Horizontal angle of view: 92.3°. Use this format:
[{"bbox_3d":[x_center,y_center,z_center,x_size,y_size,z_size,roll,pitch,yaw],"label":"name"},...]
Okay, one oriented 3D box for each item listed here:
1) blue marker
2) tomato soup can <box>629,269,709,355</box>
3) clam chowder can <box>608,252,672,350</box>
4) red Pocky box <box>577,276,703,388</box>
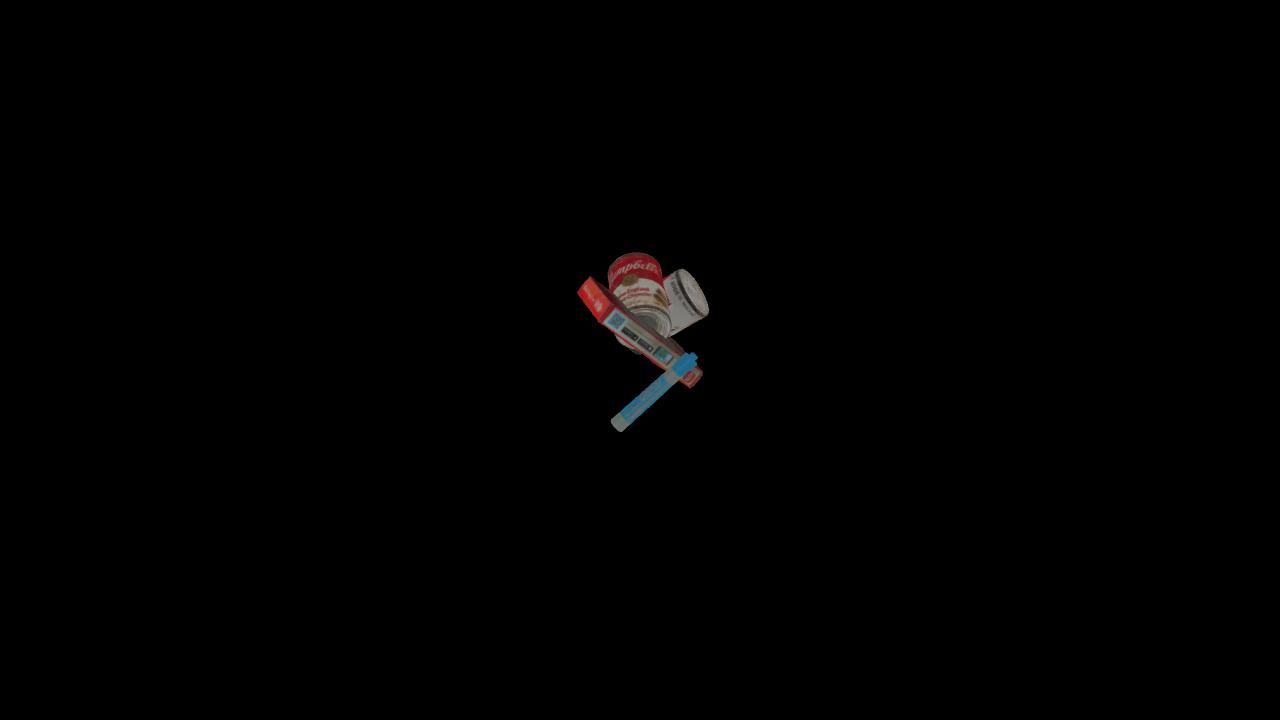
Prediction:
[{"bbox_3d":[0.017,0.034,0.683,0.121,0.020,0.020,-43,-9,10],"label":"blue marker"},{"bbox_3d":[0.026,-0.059,0.755,0.101,0.068,0.068,-29,-12,22],"label":"tomato soup can"},{"bbox_3d":[-0.002,-0.069,0.723,0.068,0.102,0.068,-4,-44,-4],"label":"clam chowder can"},{"bbox_3d":[0.001,-0.031,0.698,0.155,0.028,0.083,36,11,-34],"label":"red Pocky box"}]
